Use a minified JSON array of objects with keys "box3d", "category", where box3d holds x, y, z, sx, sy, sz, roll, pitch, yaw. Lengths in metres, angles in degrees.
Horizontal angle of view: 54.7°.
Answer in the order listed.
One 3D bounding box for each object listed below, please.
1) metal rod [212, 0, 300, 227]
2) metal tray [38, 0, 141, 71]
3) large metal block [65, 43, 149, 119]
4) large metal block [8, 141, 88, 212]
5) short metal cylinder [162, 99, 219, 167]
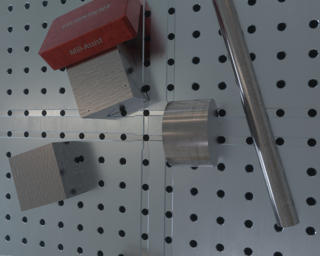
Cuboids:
[{"box3d":[0.111,-0.033,0.373,0.025,0.025,0.298,-17,85,19],"category":"metal rod"},{"box3d":[-0.092,-0.135,0.416,0.130,0.030,0.090,-17,46,19],"category":"metal tray"},{"box3d":[-0.073,-0.064,0.425,0.080,0.050,0.080,-20,83,19],"category":"large metal block"},{"box3d":[-0.165,0.070,0.458,0.080,0.050,0.080,-18,84,19],"category":"large metal block"},{"box3d":[0.040,0.006,0.369,0.050,0.080,0.080,-2,89,20],"category":"short metal cylinder"}]
